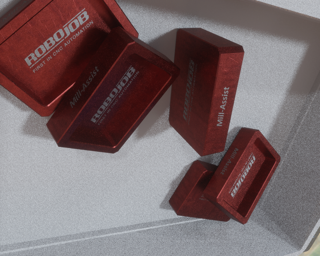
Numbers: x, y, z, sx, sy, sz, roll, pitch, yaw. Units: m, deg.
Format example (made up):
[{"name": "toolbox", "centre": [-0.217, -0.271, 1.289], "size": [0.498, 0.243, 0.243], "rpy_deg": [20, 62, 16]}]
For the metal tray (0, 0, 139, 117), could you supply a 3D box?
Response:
[{"name": "metal tray", "centre": [-0.097, -0.083, 0.298], "size": [0.130, 0.030, 0.090], "rpy_deg": [-41, 133, -1]}]

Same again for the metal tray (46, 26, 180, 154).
[{"name": "metal tray", "centre": [-0.048, -0.032, 0.333], "size": [0.130, 0.030, 0.090], "rpy_deg": [-51, 148, 16]}]

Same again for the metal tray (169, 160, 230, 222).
[{"name": "metal tray", "centre": [0.090, 0.110, 0.525], "size": [0.131, 0.030, 0.090], "rpy_deg": [19, 108, -36]}]

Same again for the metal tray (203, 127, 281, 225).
[{"name": "metal tray", "centre": [0.134, 0.076, 0.493], "size": [0.090, 0.030, 0.130], "rpy_deg": [43, 74, -33]}]

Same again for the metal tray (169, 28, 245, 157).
[{"name": "metal tray", "centre": [0.048, -0.043, 0.367], "size": [0.030, 0.090, 0.129], "rpy_deg": [-10, 123, -24]}]
